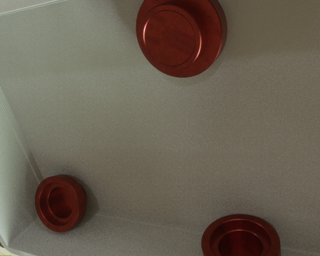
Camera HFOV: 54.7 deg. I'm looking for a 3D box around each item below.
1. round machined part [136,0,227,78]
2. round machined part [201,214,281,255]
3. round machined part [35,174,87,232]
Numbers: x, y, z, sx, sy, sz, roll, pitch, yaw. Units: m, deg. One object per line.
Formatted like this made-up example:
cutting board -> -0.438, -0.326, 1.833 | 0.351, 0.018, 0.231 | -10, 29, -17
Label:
round machined part -> 0.017, -0.099, 0.327 | 0.098, 0.042, 0.097 | 13, 124, 21
round machined part -> 0.106, 0.162, 0.405 | 0.098, 0.098, 0.042 | 1, 117, 28
round machined part -> -0.171, 0.131, 0.553 | 0.098, 0.042, 0.097 | 1, 93, 24
